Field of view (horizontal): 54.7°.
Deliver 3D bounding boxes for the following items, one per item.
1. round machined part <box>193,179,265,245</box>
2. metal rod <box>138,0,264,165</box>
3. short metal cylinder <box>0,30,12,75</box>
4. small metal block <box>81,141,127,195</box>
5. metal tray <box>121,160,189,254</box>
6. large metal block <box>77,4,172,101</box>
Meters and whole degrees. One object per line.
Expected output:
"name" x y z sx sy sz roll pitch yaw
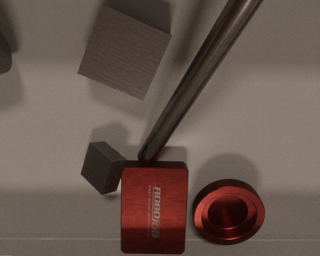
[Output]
"round machined part" 0.096 0.115 0.446 0.099 0.042 0.097 0 110 -1
"metal rod" 0.037 -0.050 0.324 0.025 0.025 0.298 23 135 -9
"short metal cylinder" -0.215 -0.090 0.346 0.050 0.080 0.080 -21 109 7
"small metal block" -0.076 0.052 0.415 0.050 0.025 0.050 33 113 34
"metal tray" -0.009 0.113 0.440 0.091 0.030 0.129 1 102 -1
"large metal block" -0.040 -0.089 0.365 0.080 0.050 0.079 22 108 -9
